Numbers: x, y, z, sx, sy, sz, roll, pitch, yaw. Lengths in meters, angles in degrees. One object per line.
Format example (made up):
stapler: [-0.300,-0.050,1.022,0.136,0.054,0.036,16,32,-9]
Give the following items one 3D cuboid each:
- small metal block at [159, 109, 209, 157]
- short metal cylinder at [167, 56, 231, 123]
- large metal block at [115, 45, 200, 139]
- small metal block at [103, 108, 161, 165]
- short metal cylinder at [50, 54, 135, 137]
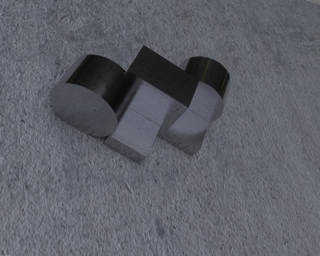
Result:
small metal block: [0.034,0.003,0.422,0.050,0.025,0.050,31,52,-8]
short metal cylinder: [0.053,-0.051,0.430,0.080,0.080,0.050,31,52,-9]
large metal block: [-0.010,-0.042,0.391,0.080,0.080,0.050,31,52,-9]
small metal block: [-0.034,0.009,0.382,0.050,0.025,0.050,31,52,-8]
short metal cylinder: [-0.075,-0.035,0.351,0.080,0.080,0.050,31,52,-9]
